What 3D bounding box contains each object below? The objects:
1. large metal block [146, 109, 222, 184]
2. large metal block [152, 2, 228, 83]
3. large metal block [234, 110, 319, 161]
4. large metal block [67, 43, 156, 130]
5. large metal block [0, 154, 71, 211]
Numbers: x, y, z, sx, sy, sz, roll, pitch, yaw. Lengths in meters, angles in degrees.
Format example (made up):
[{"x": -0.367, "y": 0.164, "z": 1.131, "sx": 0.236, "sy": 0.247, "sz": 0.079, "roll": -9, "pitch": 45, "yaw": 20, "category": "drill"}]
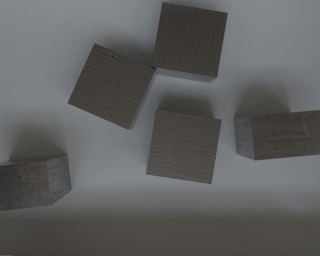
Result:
[{"x": 0.029, "y": 0.023, "z": 0.399, "sx": 0.081, "sy": 0.050, "sz": 0.080, "roll": 9, "pitch": 90, "yaw": -1, "category": "large metal block"}, {"x": 0.036, "y": -0.107, "z": 0.399, "sx": 0.080, "sy": 0.050, "sz": 0.080, "roll": 9, "pitch": 90, "yaw": -1, "category": "large metal block"}, {"x": 0.144, "y": 0.008, "z": 0.386, "sx": 0.081, "sy": 0.080, "sz": 0.050, "roll": -5, "pitch": 90, "yaw": -1, "category": "large metal block"}, {"x": -0.059, "y": -0.050, "z": 0.398, "sx": 0.080, "sy": 0.050, "sz": 0.080, "roll": 24, "pitch": 90, "yaw": -1, "category": "large metal block"}, {"x": -0.163, "y": 0.065, "z": 0.382, "sx": 0.081, "sy": 0.080, "sz": 0.050, "roll": -6, "pitch": 90, "yaw": -1, "category": "large metal block"}]
